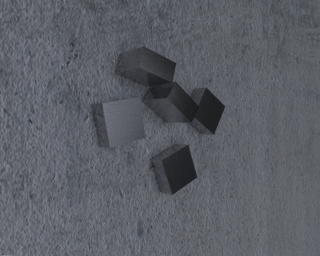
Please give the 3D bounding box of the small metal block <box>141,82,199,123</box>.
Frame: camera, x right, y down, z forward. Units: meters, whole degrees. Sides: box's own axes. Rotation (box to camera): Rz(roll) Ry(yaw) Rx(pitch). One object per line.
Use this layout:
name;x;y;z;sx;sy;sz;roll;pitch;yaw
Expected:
small metal block;0.013;-0.031;0.399;0.050;0.050;0.025;42;65;-32

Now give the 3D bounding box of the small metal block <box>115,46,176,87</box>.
small metal block;-0.018;-0.072;0.373;0.050;0.050;0.025;18;79;-39

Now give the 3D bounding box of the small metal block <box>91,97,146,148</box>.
small metal block;-0.048;-0.008;0.364;0.050;0.025;0.050;-15;100;-39

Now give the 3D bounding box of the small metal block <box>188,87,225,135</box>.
small metal block;0.065;-0.024;0.459;0.050;0.025;0.050;38;67;-33

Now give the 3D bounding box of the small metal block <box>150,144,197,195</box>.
small metal block;0.019;0.055;0.421;0.050;0.025;0.050;-27;107;-37
